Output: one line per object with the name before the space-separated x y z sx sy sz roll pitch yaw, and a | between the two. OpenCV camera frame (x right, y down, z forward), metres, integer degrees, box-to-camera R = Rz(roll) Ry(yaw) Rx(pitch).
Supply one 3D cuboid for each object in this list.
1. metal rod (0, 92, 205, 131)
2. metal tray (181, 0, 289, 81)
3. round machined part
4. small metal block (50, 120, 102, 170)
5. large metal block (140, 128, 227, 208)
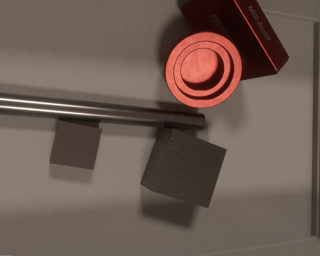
metal rod | -0.084 -0.020 0.380 0.302 0.025 0.025 5 89 -20
metal tray | 0.096 -0.124 0.404 0.030 0.090 0.130 -47 111 -20
round machined part | 0.054 -0.079 0.409 0.099 0.042 0.097 -2 113 -4
small metal block | -0.102 0.021 0.374 0.050 0.025 0.050 12 86 -20
large metal block | 0.030 0.052 0.410 0.080 0.050 0.080 21 83 -19
